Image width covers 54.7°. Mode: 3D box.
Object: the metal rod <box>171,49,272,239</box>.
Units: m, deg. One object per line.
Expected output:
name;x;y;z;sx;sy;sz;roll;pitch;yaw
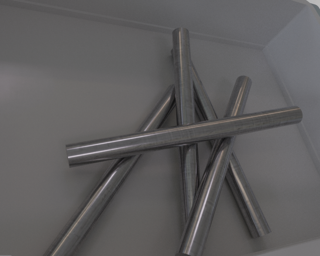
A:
metal rod;0.079;0.005;0.444;0.025;0.025;0.299;-8;66;-32

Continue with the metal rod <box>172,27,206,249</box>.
metal rod;0.034;-0.003;0.402;0.025;0.025;0.299;9;65;-24

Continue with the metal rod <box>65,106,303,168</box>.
metal rod;0.044;0.006;0.372;0.302;0.025;0.025;-10;66;-20

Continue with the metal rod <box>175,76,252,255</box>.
metal rod;0.080;0.027;0.396;0.025;0.025;0.301;34;49;-6

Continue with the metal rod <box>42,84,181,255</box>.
metal rod;-0.043;0.044;0.355;0.025;0.025;0.301;37;51;-4
